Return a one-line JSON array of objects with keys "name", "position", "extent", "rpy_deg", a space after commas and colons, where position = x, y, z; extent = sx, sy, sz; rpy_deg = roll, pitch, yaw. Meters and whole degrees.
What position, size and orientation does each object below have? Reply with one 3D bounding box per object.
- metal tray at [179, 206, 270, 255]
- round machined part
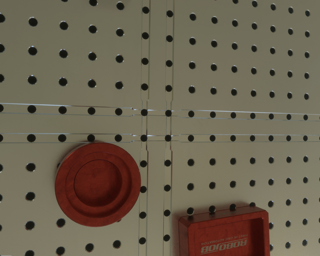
[{"name": "metal tray", "position": [0.094, 0.167, 0.444], "extent": [0.131, 0.030, 0.089], "rpy_deg": [-3, 91, -20]}, {"name": "round machined part", "position": [-0.076, 0.065, 0.376], "extent": [0.099, 0.042, 0.097], "rpy_deg": [0, 90, -20]}]
